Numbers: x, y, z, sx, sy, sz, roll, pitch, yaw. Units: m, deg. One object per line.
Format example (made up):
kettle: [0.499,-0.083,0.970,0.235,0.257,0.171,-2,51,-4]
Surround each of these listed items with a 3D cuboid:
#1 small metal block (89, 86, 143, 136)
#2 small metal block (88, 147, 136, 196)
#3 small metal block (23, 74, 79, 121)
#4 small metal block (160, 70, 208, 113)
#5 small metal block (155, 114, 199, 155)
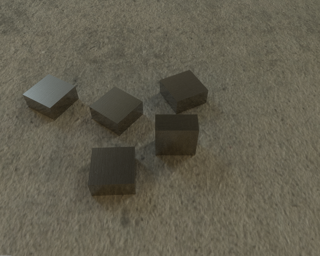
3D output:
small metal block: [-0.059,-0.024,0.423,0.050,0.025,0.050,30,56,22]
small metal block: [-0.054,0.050,0.361,0.050,0.025,0.050,-2,50,-2]
small metal block: [-0.153,-0.044,0.439,0.050,0.025,0.050,25,54,19]
small metal block: [0.034,-0.053,0.448,0.050,0.025,0.050,-22,54,-18]
small metal block: [0.019,0.009,0.380,0.050,0.050,0.025,0,50,-1]
